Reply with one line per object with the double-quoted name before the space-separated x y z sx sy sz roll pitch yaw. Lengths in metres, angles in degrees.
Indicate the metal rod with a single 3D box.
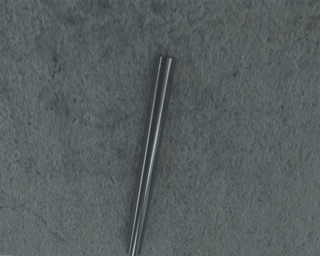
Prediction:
"metal rod" -0.016 0.051 0.428 0.025 0.025 0.298 9 110 -4
